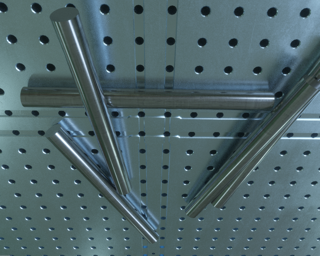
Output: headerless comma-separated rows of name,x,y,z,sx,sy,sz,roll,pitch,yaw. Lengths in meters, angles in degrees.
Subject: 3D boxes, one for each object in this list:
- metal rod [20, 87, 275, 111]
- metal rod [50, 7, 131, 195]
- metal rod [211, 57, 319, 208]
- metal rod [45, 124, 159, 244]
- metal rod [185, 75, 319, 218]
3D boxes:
metal rod,-0.014,-0.036,0.380,0.302,0.025,0.025,1,130,-2
metal rod,-0.070,-0.001,0.380,0.025,0.025,0.298,-4,139,3
metal rod,0.148,0.017,0.428,0.025,0.025,0.298,16,128,-13
metal rod,-0.078,0.106,0.500,0.025,0.025,0.299,-20,128,16
metal rod,0.111,0.047,0.438,0.025,0.025,0.298,17,132,-15
